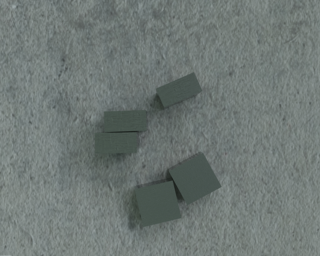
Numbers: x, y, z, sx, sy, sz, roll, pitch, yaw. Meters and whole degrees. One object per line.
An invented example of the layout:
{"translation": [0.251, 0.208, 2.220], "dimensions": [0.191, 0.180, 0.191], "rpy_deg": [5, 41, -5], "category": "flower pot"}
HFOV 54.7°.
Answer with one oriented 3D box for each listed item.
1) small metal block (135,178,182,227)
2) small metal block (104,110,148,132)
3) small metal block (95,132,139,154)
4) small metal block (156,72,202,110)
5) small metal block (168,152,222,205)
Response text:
{"translation": [-0.003, 0.097, 0.410], "dimensions": [0.050, 0.025, 0.050], "rpy_deg": [-13, 90, -1], "category": "small metal block"}
{"translation": [-0.042, -0.009, 0.397], "dimensions": [0.050, 0.050, 0.025], "rpy_deg": [-2, 90, -1], "category": "small metal block"}
{"translation": [-0.053, 0.018, 0.397], "dimensions": [0.050, 0.050, 0.025], "rpy_deg": [-1, 90, -1], "category": "small metal block"}
{"translation": [0.023, -0.046, 0.398], "dimensions": [0.050, 0.050, 0.025], "rpy_deg": [-24, 90, 0], "category": "small metal block"}
{"translation": [0.045, 0.066, 0.411], "dimensions": [0.050, 0.025, 0.050], "rpy_deg": [-28, 90, -1], "category": "small metal block"}
